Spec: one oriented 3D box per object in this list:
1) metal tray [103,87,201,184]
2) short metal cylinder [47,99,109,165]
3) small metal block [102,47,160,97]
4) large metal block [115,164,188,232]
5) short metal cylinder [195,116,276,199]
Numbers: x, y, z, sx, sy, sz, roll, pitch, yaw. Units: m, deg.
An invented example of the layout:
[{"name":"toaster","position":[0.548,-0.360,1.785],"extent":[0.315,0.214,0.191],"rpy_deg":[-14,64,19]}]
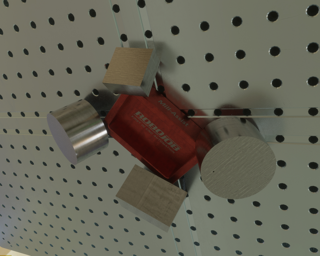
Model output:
[{"name":"metal tray","position":[-0.006,0.007,0.415],"extent":[0.130,0.030,0.090],"rpy_deg":[41,129,-1]},{"name":"short metal cylinder","position":[-0.117,0.005,0.441],"extent":[0.080,0.050,0.079],"rpy_deg":[37,143,35]},{"name":"small metal block","position":[-0.033,-0.067,0.368],"extent":[0.050,0.050,0.025],"rpy_deg":[9,160,23]},{"name":"large metal block","position":[-0.011,0.103,0.442],"extent":[0.080,0.050,0.080],"rpy_deg":[27,158,10]},{"name":"short metal cylinder","position":[0.083,0.033,0.352],"extent":[0.081,0.050,0.079],"rpy_deg":[-1,116,-1]}]
